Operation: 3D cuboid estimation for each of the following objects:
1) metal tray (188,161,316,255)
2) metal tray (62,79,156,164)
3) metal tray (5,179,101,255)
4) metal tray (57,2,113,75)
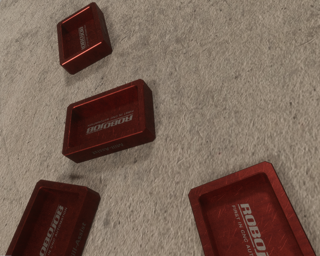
[{"bbox_3d":[0.087,0.106,0.289,0.090,0.030,0.130,-24,53,13],"label":"metal tray"},{"bbox_3d":[-0.074,-0.009,0.443,0.130,0.030,0.090,-17,55,18],"label":"metal tray"},{"bbox_3d":[-0.137,0.135,0.387,0.090,0.030,0.130,2,62,28],"label":"metal tray"},{"bbox_3d":[-0.143,-0.169,0.576,0.090,0.030,0.130,-26,53,11],"label":"metal tray"}]
